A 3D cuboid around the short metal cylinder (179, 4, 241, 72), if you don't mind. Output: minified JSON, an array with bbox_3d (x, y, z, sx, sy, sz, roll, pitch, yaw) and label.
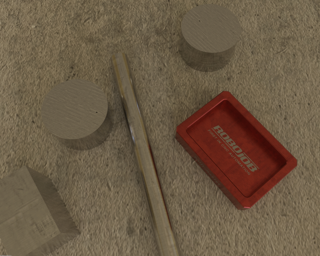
[{"bbox_3d":[0.069,-0.127,0.442,0.081,0.050,0.080,0,70,0],"label":"short metal cylinder"}]

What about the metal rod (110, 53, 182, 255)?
[{"bbox_3d":[-0.020,0.035,0.394,0.025,0.025,0.299,-14,71,-5],"label":"metal rod"}]

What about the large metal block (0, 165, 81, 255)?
[{"bbox_3d":[-0.139,0.096,0.343,0.050,0.080,0.080,-32,73,-11],"label":"large metal block"}]

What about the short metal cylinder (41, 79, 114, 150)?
[{"bbox_3d":[-0.104,-0.016,0.400,0.081,0.050,0.080,0,70,0],"label":"short metal cylinder"}]

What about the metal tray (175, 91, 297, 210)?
[{"bbox_3d":[0.094,0.026,0.396,0.090,0.030,0.130,-37,74,-13],"label":"metal tray"}]
